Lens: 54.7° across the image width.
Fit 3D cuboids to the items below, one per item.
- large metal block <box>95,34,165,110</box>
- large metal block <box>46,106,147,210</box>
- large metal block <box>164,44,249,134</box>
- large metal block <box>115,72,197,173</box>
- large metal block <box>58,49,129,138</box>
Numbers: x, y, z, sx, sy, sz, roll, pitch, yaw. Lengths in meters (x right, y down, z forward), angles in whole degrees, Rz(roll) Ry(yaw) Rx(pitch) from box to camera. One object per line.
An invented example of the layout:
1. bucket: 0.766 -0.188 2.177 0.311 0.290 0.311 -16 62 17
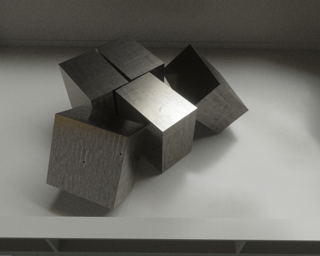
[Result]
1. large metal block: -0.039 -0.067 0.423 0.050 0.080 0.080 -32 57 -24
2. large metal block: -0.068 0.029 0.334 0.080 0.079 0.050 17 17 13
3. large metal block: 0.058 -0.049 0.401 0.050 0.080 0.080 -41 51 18
4. large metal block: -0.005 -0.006 0.372 0.050 0.080 0.080 -34 58 -25
5. large metal block: -0.081 -0.041 0.401 0.050 0.080 0.080 -31 57 -23
